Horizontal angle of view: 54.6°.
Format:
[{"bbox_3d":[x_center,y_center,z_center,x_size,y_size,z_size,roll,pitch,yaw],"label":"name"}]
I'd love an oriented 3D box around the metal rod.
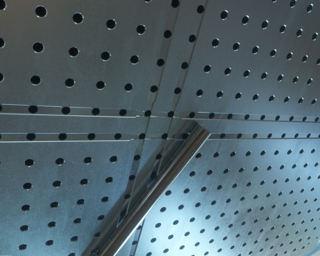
[{"bbox_3d":[-0.024,0.119,0.470,0.025,0.025,0.299,30,102,-38],"label":"metal rod"}]
